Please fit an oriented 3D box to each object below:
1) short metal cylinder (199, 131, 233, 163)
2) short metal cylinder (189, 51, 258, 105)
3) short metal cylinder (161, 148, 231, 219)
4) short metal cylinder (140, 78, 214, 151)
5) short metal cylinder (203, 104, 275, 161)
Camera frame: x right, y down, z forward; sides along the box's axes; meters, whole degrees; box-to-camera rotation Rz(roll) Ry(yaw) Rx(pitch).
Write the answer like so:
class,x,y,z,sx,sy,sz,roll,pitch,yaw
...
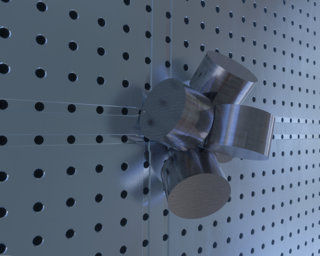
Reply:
class,x,y,z,sx,sy,sz,roll,pitch,yaw
short metal cylinder,0.074,0.010,0.453,0.081,0.050,0.080,1,88,-39
short metal cylinder,0.089,-0.066,0.438,0.081,0.080,0.050,3,128,-40
short metal cylinder,0.045,0.072,0.403,0.081,0.050,0.079,-6,125,-8
short metal cylinder,0.020,-0.016,0.389,0.050,0.080,0.080,24,75,-38
short metal cylinder,0.099,0.007,0.390,0.080,0.080,0.050,22,76,-38
